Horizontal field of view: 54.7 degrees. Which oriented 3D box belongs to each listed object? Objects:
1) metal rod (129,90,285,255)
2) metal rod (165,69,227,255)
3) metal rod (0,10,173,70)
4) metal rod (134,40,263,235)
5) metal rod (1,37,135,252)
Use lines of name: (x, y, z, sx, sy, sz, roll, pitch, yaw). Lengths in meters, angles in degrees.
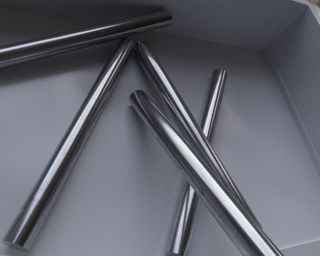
metal rod: (0.034, 0.041, 0.308, 0.025, 0.025, 0.300, -2, 34, -29)
metal rod: (0.058, 0.025, 0.421, 0.025, 0.025, 0.300, 28, 52, -11)
metal rod: (-0.105, -0.115, 0.402, 0.302, 0.025, 0.025, -26, 76, -31)
metal rod: (0.036, -0.003, 0.401, 0.025, 0.025, 0.299, -11, 60, -33)
metal rod: (-0.088, -0.009, 0.363, 0.025, 0.025, 0.300, 28, 52, -11)
